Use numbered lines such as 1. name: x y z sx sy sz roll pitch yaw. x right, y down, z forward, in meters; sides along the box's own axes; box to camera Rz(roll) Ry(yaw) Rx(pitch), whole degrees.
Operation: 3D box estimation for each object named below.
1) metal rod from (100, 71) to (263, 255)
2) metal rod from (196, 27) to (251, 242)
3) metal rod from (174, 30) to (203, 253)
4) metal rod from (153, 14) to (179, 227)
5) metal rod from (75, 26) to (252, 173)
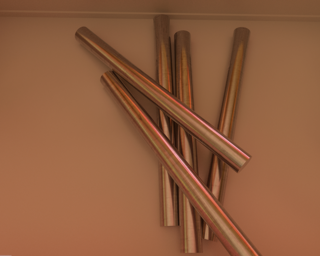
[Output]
1. metal rod: 0.010 0.033 0.366 0.025 0.025 0.300 -33 62 -11
2. metal rod: 0.089 -0.006 0.412 0.025 0.025 0.299 13 70 4
3. metal rod: 0.034 0.001 0.401 0.025 0.025 0.299 0 67 -1
4. metal rod: 0.007 -0.024 0.418 0.025 0.025 0.299 -2 70 -1
5. metal rod: -0.011 -0.049 0.402 0.025 0.025 0.300 -43 67 -14
